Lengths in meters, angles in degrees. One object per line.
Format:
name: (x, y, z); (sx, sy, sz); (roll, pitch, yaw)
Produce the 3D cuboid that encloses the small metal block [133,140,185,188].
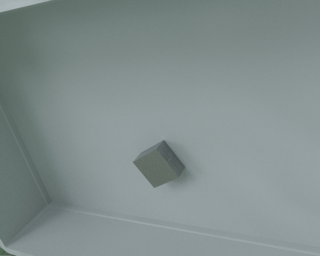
small metal block: (-0.001, 0.052, 0.440); (0.050, 0.025, 0.050); (-31, 101, 37)
